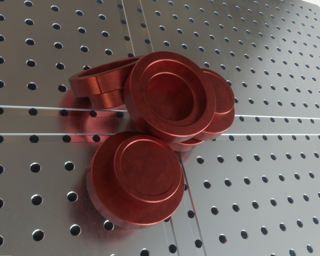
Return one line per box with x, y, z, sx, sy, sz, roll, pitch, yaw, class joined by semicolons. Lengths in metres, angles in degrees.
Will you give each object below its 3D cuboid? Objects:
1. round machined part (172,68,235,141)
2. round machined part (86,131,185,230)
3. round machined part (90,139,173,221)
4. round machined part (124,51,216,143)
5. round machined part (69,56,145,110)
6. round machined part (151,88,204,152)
0.055;-0.037;0.393;0.099;0.042;0.098;14;55;-20;round machined part
-0.018;0.046;0.305;0.099;0.042;0.098;13;56;-21;round machined part
-0.023;0.047;0.329;0.099;0.042;0.098;13;56;-21;round machined part
0.008;-0.030;0.337;0.099;0.042;0.098;9;66;-22;round machined part
-0.055;-0.054;0.375;0.099;0.098;0.042;-31;114;-38;round machined part
0.027;-0.023;0.398;0.099;0.042;0.098;13;56;-21;round machined part
